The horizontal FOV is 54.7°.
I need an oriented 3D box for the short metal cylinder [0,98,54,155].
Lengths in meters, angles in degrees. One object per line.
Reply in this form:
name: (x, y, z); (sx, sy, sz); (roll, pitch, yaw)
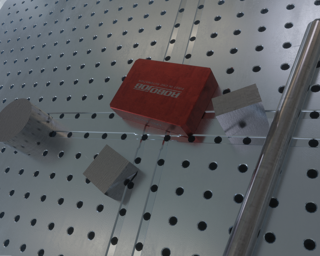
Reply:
short metal cylinder: (-0.226, -0.002, 0.512); (0.080, 0.050, 0.080); (-13, 56, 21)

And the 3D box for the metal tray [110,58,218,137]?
metal tray: (0.003, -0.047, 0.432); (0.130, 0.030, 0.090); (16, 70, 34)

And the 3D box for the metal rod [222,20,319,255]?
metal rod: (0.131, 0.005, 0.336); (0.025, 0.025, 0.300); (14, 69, 34)

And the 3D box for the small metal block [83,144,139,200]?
small metal block: (-0.065, 0.057, 0.407); (0.050, 0.025, 0.050); (31, 79, 38)

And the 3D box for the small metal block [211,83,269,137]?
small metal block: (0.093, -0.019, 0.355); (0.050, 0.050, 0.025); (-19, 55, 17)
